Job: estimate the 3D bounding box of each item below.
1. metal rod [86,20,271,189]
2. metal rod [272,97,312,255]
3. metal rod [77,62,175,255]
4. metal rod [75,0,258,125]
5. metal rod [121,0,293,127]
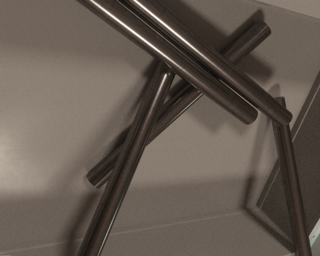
[{"bbox_3d":[0.024,-0.030,0.404,0.300,0.025,0.025,-42,130,0],"label":"metal rod"},{"bbox_3d":[0.217,0.097,0.509,0.025,0.025,0.298,-17,100,-19],"label":"metal rod"},{"bbox_3d":[-0.048,0.064,0.360,0.025,0.025,0.299,26,85,-37],"label":"metal rod"},{"bbox_3d":[0.011,-0.080,0.344,0.301,0.025,0.025,30,102,-31],"label":"metal rod"},{"bbox_3d":[0.065,-0.079,0.368,0.301,0.025,0.025,30,101,-30],"label":"metal rod"}]
